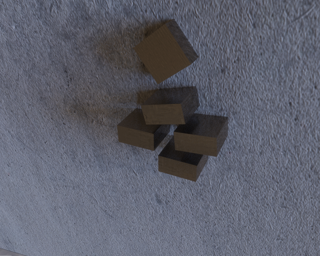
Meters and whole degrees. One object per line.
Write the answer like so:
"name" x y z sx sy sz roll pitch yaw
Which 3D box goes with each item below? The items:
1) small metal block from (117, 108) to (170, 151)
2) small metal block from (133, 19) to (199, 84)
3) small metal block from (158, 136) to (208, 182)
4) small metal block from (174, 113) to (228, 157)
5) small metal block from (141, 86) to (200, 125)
"small metal block" -0.020 0.000 0.401 0.050 0.050 0.025 13 124 21
"small metal block" 0.007 -0.085 0.350 0.050 0.025 0.050 -26 104 37
"small metal block" 0.031 0.038 0.398 0.050 0.050 0.025 13 124 21
"small metal block" 0.050 0.006 0.368 0.050 0.050 0.025 8 122 24
"small metal block" 0.013 -0.027 0.367 0.050 0.050 0.025 0 118 28
